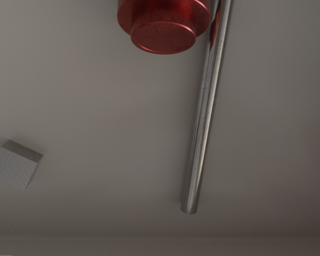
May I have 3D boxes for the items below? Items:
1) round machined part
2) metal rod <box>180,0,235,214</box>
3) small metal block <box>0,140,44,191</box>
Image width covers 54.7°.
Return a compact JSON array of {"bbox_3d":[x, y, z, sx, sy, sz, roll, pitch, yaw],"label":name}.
[{"bbox_3d":[0.004,-0.112,0.328,0.099,0.098,0.042,2,77,-1],"label":"round machined part"},{"bbox_3d":[0.059,-0.019,0.404,0.025,0.025,0.298,6,110,-3],"label":"metal rod"},{"bbox_3d":[-0.198,0.052,0.428,0.050,0.025,0.050,27,108,-10],"label":"small metal block"}]
